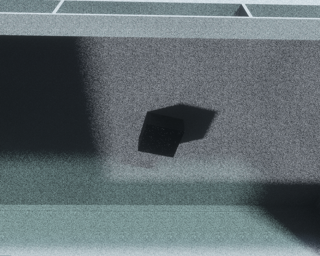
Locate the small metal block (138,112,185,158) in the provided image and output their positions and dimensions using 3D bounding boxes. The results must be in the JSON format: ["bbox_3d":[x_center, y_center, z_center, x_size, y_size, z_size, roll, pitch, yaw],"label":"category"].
[{"bbox_3d":[0.001,0.010,0.418,0.050,0.025,0.050,12,129,-10],"label":"small metal block"}]
